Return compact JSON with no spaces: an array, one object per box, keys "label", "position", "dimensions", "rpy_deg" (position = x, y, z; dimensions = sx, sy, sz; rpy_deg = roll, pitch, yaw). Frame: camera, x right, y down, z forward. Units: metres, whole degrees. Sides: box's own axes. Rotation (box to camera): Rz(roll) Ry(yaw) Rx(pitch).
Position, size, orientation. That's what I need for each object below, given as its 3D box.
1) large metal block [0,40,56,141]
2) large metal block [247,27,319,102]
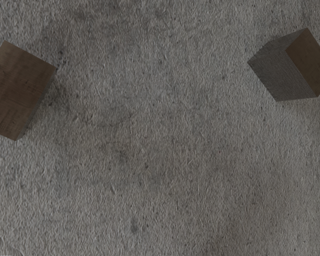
[{"label":"large metal block","position":[-0.152,-0.035,0.323],"dimensions":[0.050,0.080,0.080],"rpy_deg":[28,81,-18]},{"label":"large metal block","position":[0.189,-0.087,0.449],"dimensions":[0.050,0.080,0.080],"rpy_deg":[-45,104,-14]}]
